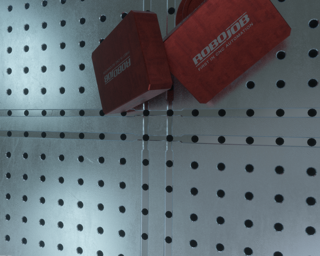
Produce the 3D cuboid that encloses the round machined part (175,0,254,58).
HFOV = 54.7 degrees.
[{"bbox_3d":[0.066,-0.136,0.380,0.098,0.042,0.097,0,90,20],"label":"round machined part"}]

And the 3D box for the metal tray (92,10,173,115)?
[{"bbox_3d":[-0.041,-0.074,0.386,0.130,0.030,0.090,-19,82,56],"label":"metal tray"}]

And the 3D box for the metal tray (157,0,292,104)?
[{"bbox_3d":[0.070,-0.102,0.360,0.130,0.030,0.090,-40,108,18],"label":"metal tray"}]
